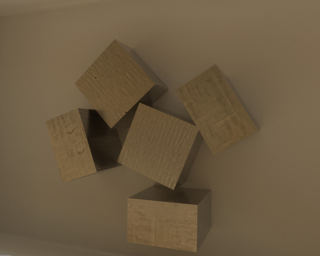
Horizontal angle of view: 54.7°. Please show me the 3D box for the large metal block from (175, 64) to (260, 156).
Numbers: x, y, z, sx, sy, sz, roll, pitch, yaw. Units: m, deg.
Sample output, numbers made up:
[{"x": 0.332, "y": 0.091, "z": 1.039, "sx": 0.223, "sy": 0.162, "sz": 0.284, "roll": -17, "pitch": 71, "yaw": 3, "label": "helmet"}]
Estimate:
[{"x": 0.070, "y": -0.019, "z": 0.354, "sx": 0.050, "sy": 0.080, "sz": 0.080, "roll": -32, "pitch": 80, "yaw": 17, "label": "large metal block"}]

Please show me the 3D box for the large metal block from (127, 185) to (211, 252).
[{"x": 0.015, "y": 0.105, "z": 0.375, "sx": 0.080, "sy": 0.080, "sz": 0.050, "roll": 1, "pitch": 91, "yaw": 19, "label": "large metal block"}]

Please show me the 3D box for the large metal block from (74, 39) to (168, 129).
[{"x": -0.051, "y": -0.056, "z": 0.412, "sx": 0.080, "sy": 0.050, "sz": 0.080, "roll": -44, "pitch": 77, "yaw": 14, "label": "large metal block"}]

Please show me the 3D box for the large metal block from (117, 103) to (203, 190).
[{"x": 0.004, "y": 0.021, "z": 0.394, "sx": 0.080, "sy": 0.050, "sz": 0.080, "roll": 24, "pitch": 98, "yaw": 18, "label": "large metal block"}]

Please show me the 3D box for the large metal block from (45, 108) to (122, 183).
[{"x": -0.095, "y": 0.021, "z": 0.412, "sx": 0.050, "sy": 0.080, "sz": 0.080, "roll": -20, "pitch": 84, "yaw": 19, "label": "large metal block"}]
